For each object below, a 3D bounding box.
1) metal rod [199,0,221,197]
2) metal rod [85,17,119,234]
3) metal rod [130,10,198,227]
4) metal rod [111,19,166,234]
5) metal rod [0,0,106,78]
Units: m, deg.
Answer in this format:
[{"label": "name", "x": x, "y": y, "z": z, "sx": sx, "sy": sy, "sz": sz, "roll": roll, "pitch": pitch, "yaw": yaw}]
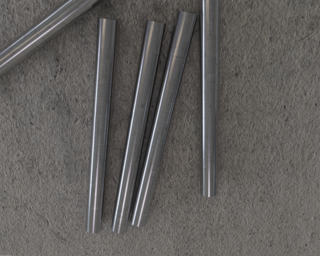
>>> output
[{"label": "metal rod", "x": 0.062, "y": -0.048, "z": 0.392, "sx": 0.025, "sy": 0.025, "sz": 0.298, "roll": -3, "pitch": 110, "yaw": 1}, {"label": "metal rod", "x": -0.080, "y": 0.011, "z": 0.412, "sx": 0.025, "sy": 0.025, "sz": 0.298, "roll": 7, "pitch": 110, "yaw": -3}, {"label": "metal rod", "x": 0.000, "y": 0.002, "z": 0.410, "sx": 0.025, "sy": 0.025, "sz": 0.298, "roll": 12, "pitch": 110, "yaw": -4}, {"label": "metal rod", "x": -0.033, "y": 0.012, "z": 0.413, "sx": 0.025, "sy": 0.025, "sz": 0.298, "roll": 10, "pitch": 110, "yaw": -4}, {"label": "metal rod", "x": -0.129, "y": -0.119, "z": 0.364, "sx": 0.300, "sy": 0.025, "sz": 0.025, "roll": -32, "pitch": 107, "yaw": 11}]
